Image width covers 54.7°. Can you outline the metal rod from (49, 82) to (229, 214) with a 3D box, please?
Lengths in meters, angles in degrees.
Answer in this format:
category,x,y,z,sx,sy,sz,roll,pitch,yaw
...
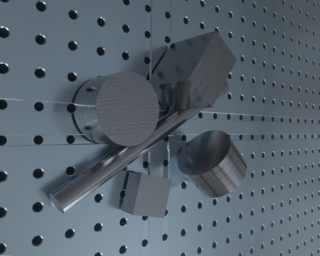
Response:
category,x,y,z,sx,sy,sz,roll,pitch,yaw
metal rod,-0.004,0.005,0.402,0.302,0.025,0.025,-35,112,-34

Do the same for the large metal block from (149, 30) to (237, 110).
category,x,y,z,sx,sy,sz,roll,pitch,yaw
large metal block,0.039,-0.071,0.402,0.050,0.080,0.080,44,64,-32

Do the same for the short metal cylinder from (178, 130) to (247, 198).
category,x,y,z,sx,sy,sz,roll,pitch,yaw
short metal cylinder,0.072,0.049,0.430,0.050,0.080,0.080,51,60,-28

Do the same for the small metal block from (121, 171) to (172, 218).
category,x,y,z,sx,sy,sz,roll,pitch,yaw
small metal block,-0.016,0.084,0.391,0.050,0.025,0.050,19,78,-38

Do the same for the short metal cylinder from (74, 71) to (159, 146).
category,x,y,z,sx,sy,sz,roll,pitch,yaw
short metal cylinder,-0.048,-0.021,0.348,0.081,0.050,0.079,0,90,-40
